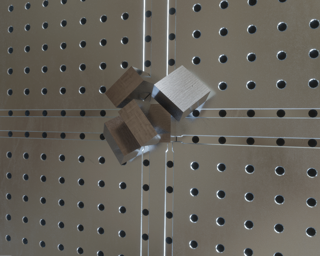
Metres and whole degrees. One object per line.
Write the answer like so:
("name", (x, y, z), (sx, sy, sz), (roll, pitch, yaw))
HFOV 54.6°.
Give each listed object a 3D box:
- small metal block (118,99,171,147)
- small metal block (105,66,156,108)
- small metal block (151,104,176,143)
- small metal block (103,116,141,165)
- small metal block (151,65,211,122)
("small metal block", (-0.018, -0.006, 0.379), (0.025, 0.050, 0.050), (-38, 79, 15))
("small metal block", (-0.037, -0.052, 0.413), (0.050, 0.050, 0.025), (-43, 77, 15))
("small metal block", (-0.006, -0.006, 0.415), (0.050, 0.025, 0.050), (1, 90, 19))
("small metal block", (-0.052, 0.017, 0.415), (0.025, 0.050, 0.050), (-28, 79, -20))
("small metal block", (0.026, -0.044, 0.389), (0.050, 0.025, 0.050), (-38, 74, -25))
